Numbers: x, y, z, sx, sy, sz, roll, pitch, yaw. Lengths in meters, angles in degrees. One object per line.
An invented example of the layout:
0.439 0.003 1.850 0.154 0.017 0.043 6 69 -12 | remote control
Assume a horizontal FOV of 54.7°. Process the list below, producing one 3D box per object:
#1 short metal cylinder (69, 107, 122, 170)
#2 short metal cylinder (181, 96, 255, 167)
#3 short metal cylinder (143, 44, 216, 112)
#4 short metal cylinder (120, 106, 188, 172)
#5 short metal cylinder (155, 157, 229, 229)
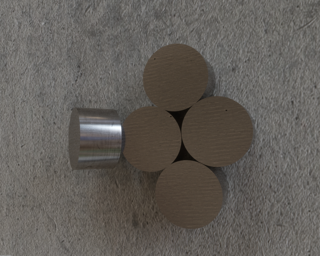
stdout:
-0.087 0.014 0.406 0.080 0.050 0.080 -6 83 64 | short metal cylinder
0.071 0.004 0.372 0.080 0.050 0.080 0 90 20 | short metal cylinder
0.026 -0.060 0.388 0.080 0.050 0.080 0 90 20 | short metal cylinder
-0.004 0.013 0.398 0.080 0.050 0.080 0 90 20 | short metal cylinder
0.041 0.077 0.382 0.080 0.050 0.080 0 90 20 | short metal cylinder
